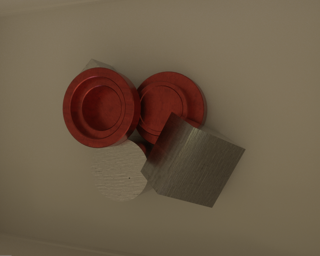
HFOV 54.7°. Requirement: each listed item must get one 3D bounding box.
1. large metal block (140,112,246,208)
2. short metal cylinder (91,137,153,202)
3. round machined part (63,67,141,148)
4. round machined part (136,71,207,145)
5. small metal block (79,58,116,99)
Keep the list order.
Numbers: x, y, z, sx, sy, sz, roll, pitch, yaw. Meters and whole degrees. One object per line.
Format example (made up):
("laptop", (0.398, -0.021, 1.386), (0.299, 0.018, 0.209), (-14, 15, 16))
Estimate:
("large metal block", (0.037, 0.038, 0.359), (0.080, 0.080, 0.050), (-63, 32, 9))
("short metal cylinder", (-0.043, 0.052, 0.409), (0.080, 0.050, 0.079), (0, 90, 19))
("round machined part", (-0.069, -0.025, 0.392), (0.098, 0.042, 0.097), (0, 90, 19))
("round machined part", (0.008, -0.024, 0.394), (0.098, 0.042, 0.097), (0, 90, 19))
("small metal block", (-0.087, -0.063, 0.424), (0.025, 0.050, 0.050), (46, 104, 14))
